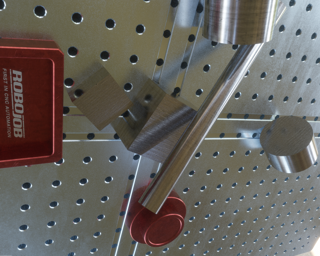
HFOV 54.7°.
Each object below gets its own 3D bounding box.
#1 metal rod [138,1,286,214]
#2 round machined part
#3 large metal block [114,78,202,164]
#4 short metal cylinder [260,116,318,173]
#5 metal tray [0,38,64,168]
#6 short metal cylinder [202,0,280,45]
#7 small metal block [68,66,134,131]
[{"bbox_3d":[0.068,-0.033,0.372,0.025,0.025,0.300,42,77,-39],"label":"metal rod"},{"bbox_3d":[-0.001,0.149,0.492,0.099,0.042,0.097,-14,124,-21],"label":"round machined part"},{"bbox_3d":[0.003,-0.004,0.394,0.080,0.050,0.080,26,104,-37],"label":"large metal block"},{"bbox_3d":[0.211,0.027,0.507,0.080,0.080,0.050,-39,129,-2],"label":"short metal cylinder"},{"bbox_3d":[-0.147,-0.022,0.313,0.091,0.030,0.129,-4,121,-26],"label":"metal tray"},{"bbox_3d":[0.088,-0.129,0.344,0.081,0.080,0.050,-14,125,-21],"label":"short metal cylinder"},{"bbox_3d":[-0.067,-0.033,0.354,0.050,0.025,0.050,-38,129,-3],"label":"small metal block"}]
